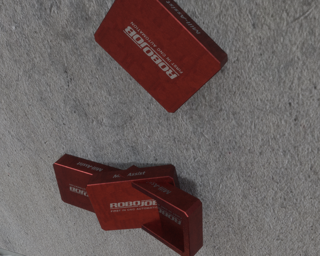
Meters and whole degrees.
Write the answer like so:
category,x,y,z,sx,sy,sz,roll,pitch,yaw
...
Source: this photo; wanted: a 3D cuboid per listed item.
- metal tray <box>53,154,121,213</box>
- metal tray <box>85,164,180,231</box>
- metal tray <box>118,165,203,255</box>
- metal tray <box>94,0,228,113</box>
category,x,y,z,sx,sy,sz,roll,pitch,yaw
metal tray,-0.113,0.101,0.526,0.130,0.030,0.089,12,124,21
metal tray,-0.034,0.106,0.463,0.131,0.030,0.089,-8,116,12
metal tray,-0.001,0.117,0.441,0.130,0.030,0.089,21,129,37
metal tray,-0.001,-0.091,0.348,0.130,0.030,0.090,44,129,-3
